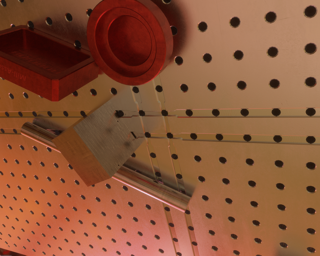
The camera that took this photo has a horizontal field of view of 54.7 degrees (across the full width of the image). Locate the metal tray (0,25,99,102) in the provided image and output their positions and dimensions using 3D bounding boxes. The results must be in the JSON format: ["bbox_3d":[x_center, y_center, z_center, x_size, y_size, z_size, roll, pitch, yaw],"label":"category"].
[{"bbox_3d":[-0.156,-0.087,0.395,0.130,0.090,0.030,25,127,12],"label":"metal tray"}]

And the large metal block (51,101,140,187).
[{"bbox_3d":[-0.086,0.021,0.432,0.050,0.080,0.080,-25,105,36],"label":"large metal block"}]

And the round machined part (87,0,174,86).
[{"bbox_3d":[-0.030,-0.101,0.352,0.098,0.042,0.097,13,124,20],"label":"round machined part"}]

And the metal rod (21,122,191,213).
[{"bbox_3d":[-0.093,0.057,0.493,0.301,0.025,0.025,23,127,14],"label":"metal rod"}]
